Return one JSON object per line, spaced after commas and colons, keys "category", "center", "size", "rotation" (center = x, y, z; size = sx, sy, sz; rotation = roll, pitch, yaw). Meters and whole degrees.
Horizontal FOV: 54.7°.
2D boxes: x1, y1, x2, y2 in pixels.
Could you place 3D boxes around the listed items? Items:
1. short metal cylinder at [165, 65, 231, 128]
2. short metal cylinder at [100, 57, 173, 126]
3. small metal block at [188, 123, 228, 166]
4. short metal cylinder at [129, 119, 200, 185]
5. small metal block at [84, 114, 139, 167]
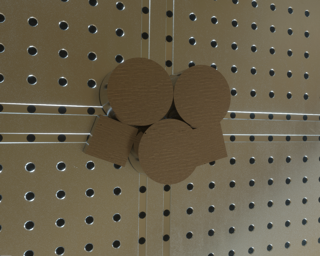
{"category": "short metal cylinder", "center": [0.046, -0.040, 0.412], "size": [0.081, 0.050, 0.079], "rotation": [0, 90, -20]}
{"category": "short metal cylinder", "center": [-0.030, -0.043, 0.384], "size": [0.081, 0.050, 0.079], "rotation": [0, 90, -20]}
{"category": "small metal block", "center": [0.061, 0.022, 0.432], "size": [0.050, 0.025, 0.050], "rotation": [-15, 95, -20]}
{"category": "short metal cylinder", "center": [0.004, 0.028, 0.397], "size": [0.081, 0.050, 0.079], "rotation": [0, 90, -20]}
{"category": "small metal block", "center": [-0.061, 0.016, 0.386], "size": [0.050, 0.025, 0.050], "rotation": [22, 83, -19]}
